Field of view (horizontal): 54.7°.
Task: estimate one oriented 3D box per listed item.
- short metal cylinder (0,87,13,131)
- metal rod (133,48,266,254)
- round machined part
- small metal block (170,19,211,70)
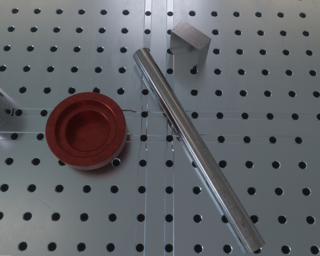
[{"bbox_3d":[-0.246,-0.032,0.408,0.081,0.050,0.080,0,70,0],"label":"short metal cylinder"},{"bbox_3d":[0.042,0.016,0.406,0.025,0.025,0.299,-26,72,-9],"label":"metal rod"},{"bbox_3d":[-0.091,0.006,0.400,0.099,0.042,0.098,0,70,0],"label":"round machined part"},{"bbox_3d":[0.042,-0.118,0.442,0.050,0.050,0.025,38,75,12],"label":"small metal block"}]
